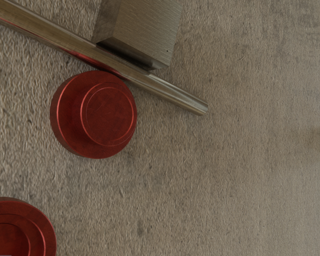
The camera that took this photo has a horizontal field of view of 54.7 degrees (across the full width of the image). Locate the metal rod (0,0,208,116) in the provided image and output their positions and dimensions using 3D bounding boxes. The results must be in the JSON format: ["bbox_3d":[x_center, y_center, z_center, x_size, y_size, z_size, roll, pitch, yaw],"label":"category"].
[{"bbox_3d":[-0.050,-0.071,0.362,0.302,0.025,0.025,21,77,-38],"label":"metal rod"}]

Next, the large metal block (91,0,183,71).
[{"bbox_3d":[-0.026,-0.122,0.366,0.080,0.050,0.080,20,78,-38],"label":"large metal block"}]

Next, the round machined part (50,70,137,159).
[{"bbox_3d":[-0.064,-0.015,0.340,0.099,0.042,0.097,0,90,-40],"label":"round machined part"}]

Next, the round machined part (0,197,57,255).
[{"bbox_3d":[-0.147,0.109,0.271,0.099,0.042,0.097,0,90,-40],"label":"round machined part"}]
